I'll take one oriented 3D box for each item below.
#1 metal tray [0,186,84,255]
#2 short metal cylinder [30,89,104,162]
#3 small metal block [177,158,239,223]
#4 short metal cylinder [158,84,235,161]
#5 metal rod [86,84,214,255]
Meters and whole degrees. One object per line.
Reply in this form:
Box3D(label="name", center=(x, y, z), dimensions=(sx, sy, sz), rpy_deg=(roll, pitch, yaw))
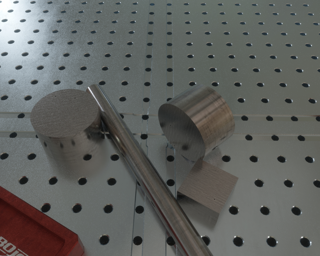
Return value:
Box3D(label="metal tray", center=(-0.154, 0.118, 0.303), dimensions=(0.130, 0.030, 0.090), rpy_deg=(24, 54, 19))
Box3D(label="short metal cylinder", center=(-0.115, -0.004, 0.394), dimensions=(0.081, 0.050, 0.080), rpy_deg=(0, 50, 0))
Box3D(label="small metal block", center=(0.053, 0.070, 0.349), dimensions=(0.050, 0.025, 0.050), rpy_deg=(26, 54, 20))
Box3D(label="short metal cylinder", center=(0.043, -0.006, 0.377), dimensions=(0.050, 0.080, 0.080), rpy_deg=(-34, 58, -25))
Box3D(label="metal rod", center=(-0.022, 0.046, 0.368), dimensions=(0.025, 0.025, 0.300), rpy_deg=(-24, 54, -19))
